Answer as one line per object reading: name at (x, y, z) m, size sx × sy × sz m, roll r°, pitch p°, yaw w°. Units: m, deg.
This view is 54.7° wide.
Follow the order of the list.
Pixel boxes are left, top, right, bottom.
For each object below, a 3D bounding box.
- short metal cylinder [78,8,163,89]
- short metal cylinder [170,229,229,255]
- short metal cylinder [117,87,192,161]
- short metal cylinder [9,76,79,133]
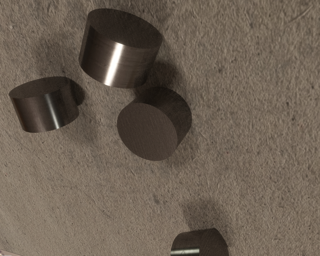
short metal cylinder at (-0.044, -0.088, 0.339) m, size 0.080 × 0.080 × 0.050 m, roll 31°, pitch 128°, yaw 7°
short metal cylinder at (0.060, 0.193, 0.458) m, size 0.050 × 0.080 × 0.080 m, roll -22°, pitch 107°, yaw 36°
short metal cylinder at (-0.006, -0.006, 0.389) m, size 0.080 × 0.050 × 0.079 m, roll 13°, pitch 124°, yaw 20°
short metal cylinder at (-0.159, -0.035, 0.432) m, size 0.080 × 0.080 × 0.050 m, roll 5°, pitch 121°, yaw 25°
